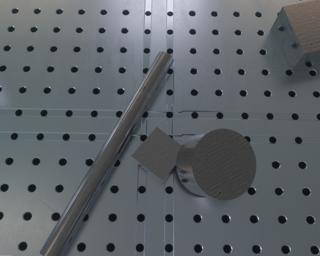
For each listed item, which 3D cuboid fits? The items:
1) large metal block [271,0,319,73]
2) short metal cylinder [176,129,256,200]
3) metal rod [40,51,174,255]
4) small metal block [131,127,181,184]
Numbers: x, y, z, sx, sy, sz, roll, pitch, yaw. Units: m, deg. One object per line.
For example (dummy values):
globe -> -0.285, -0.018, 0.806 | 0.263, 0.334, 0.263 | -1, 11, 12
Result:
large metal block -> 0.221, -0.135, 0.450 | 0.081, 0.050, 0.080 | -12, 71, -5
short metal cylinder -> 0.066, 0.043, 0.370 | 0.081, 0.050, 0.080 | 2, 82, -17
metal rod -> -0.059, 0.023, 0.402 | 0.025, 0.025, 0.300 | 26, 72, 9
small metal block -> 0.000, 0.035, 0.399 | 0.050, 0.025, 0.050 | 37, 74, 12
